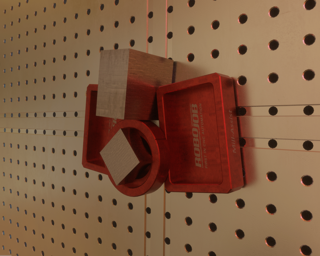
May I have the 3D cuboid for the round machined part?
[{"bbox_3d":[-0.024,0.036,0.401,0.098,0.042,0.097,0,90,40],"label":"round machined part"}]

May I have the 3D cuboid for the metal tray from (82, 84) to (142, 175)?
[{"bbox_3d":[-0.073,0.002,0.461,0.090,0.030,0.129,8,95,39],"label":"metal tray"}]

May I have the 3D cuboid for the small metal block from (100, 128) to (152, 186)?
[{"bbox_3d":[-0.042,0.035,0.384,0.050,0.025,0.050,-47,62,30],"label":"small metal block"}]

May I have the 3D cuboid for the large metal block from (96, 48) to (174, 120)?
[{"bbox_3d":[-0.031,-0.052,0.394,0.050,0.081,0.079,8,95,40],"label":"large metal block"}]

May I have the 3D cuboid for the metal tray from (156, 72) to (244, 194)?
[{"bbox_3d":[0.044,0.009,0.364,0.090,0.030,0.129,-8,85,39],"label":"metal tray"}]
